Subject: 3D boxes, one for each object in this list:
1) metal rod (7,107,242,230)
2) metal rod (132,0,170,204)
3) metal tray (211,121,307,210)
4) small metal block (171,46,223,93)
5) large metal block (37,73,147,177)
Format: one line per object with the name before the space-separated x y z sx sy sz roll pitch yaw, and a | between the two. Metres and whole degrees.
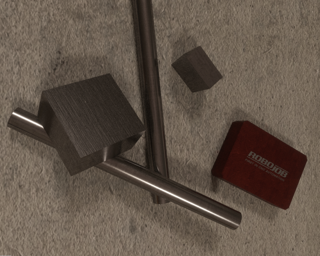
metal rod | -0.033 0.054 0.376 0.301 0.025 0.025 27 81 -11
metal rod | -0.012 -0.051 0.405 0.025 0.025 0.298 -7 92 -20
metal tray | 0.151 0.056 0.464 0.131 0.030 0.090 28 81 -18
small metal block | 0.048 -0.077 0.415 0.025 0.050 0.050 -43 104 -15
large metal block | -0.076 -0.006 0.342 0.081 0.050 0.080 -24 74 -36
